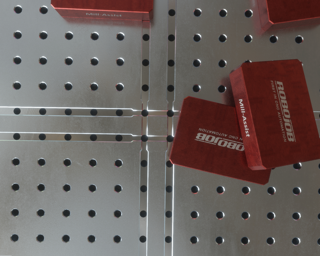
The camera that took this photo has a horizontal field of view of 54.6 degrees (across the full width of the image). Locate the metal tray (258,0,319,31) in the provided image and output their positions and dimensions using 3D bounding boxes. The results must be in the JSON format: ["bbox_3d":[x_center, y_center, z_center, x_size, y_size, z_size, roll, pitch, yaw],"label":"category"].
[{"bbox_3d":[0.176,-0.203,0.412,0.090,0.030,0.129,-8,90,0],"label":"metal tray"}]

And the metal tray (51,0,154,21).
[{"bbox_3d":[-0.073,-0.195,0.410,0.131,0.030,0.090,3,90,0],"label":"metal tray"}]

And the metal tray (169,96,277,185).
[{"bbox_3d":[0.085,0.016,0.411,0.131,0.030,0.090,13,90,0],"label":"metal tray"}]

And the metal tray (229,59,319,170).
[{"bbox_3d":[0.145,-0.018,0.390,0.091,0.030,0.129,-7,82,-17],"label":"metal tray"}]
